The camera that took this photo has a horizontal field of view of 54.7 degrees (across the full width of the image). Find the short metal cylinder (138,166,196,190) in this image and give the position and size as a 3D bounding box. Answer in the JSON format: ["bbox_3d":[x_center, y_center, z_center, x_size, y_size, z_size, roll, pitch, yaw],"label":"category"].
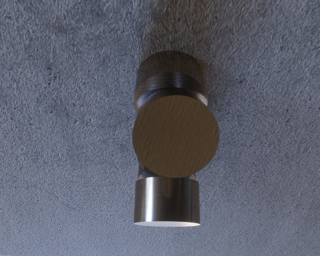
[{"bbox_3d":[0.010,0.061,0.444,0.081,0.050,0.079,0,130,0],"label":"short metal cylinder"}]

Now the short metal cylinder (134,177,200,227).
[{"bbox_3d":[0.009,0.094,0.385,0.080,0.050,0.080,1,158,1],"label":"short metal cylinder"}]

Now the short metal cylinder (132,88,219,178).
[{"bbox_3d":[0.014,0.003,0.310,0.081,0.050,0.079,0,105,-1],"label":"short metal cylinder"}]

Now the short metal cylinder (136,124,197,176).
[{"bbox_3d":[0.011,0.017,0.388,0.081,0.080,0.050,1,130,-1],"label":"short metal cylinder"}]

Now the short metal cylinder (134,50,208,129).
[{"bbox_3d":[0.012,-0.042,0.357,0.081,0.050,0.079,0,130,0],"label":"short metal cylinder"}]
